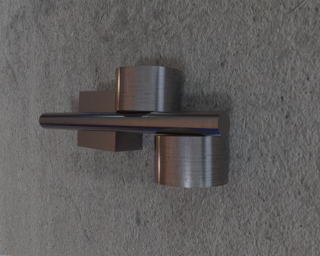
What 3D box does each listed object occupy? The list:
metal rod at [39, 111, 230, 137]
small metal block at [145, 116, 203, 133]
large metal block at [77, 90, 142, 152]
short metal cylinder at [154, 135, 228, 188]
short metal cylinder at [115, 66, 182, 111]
[{"bbox_3d":[-0.057,-0.008,0.385,0.300,0.025,0.025,2,91,38],"label":"metal rod"},{"bbox_3d":[0.017,-0.005,0.373,0.050,0.050,0.025,2,91,39],"label":"small metal block"},{"bbox_3d":[-0.071,-0.011,0.443,0.080,0.050,0.079,4,93,39],"label":"large metal block"},{"bbox_3d":[0.034,0.033,0.340,0.080,0.081,0.050,0,90,39],"label":"short metal cylinder"},{"bbox_3d":[-0.014,-0.045,0.382,0.080,0.081,0.050,3,92,39],"label":"short metal cylinder"}]
